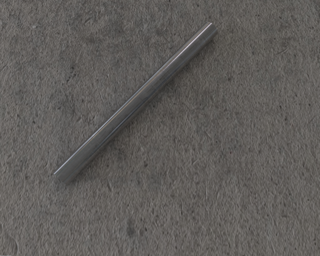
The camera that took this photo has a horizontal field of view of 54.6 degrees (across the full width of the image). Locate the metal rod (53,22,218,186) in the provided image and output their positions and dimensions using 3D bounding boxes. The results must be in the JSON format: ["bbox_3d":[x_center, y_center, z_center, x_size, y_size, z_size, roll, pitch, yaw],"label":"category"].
[{"bbox_3d":[-0.024,-0.042,0.423,0.025,0.025,0.301,40,75,13],"label":"metal rod"}]
